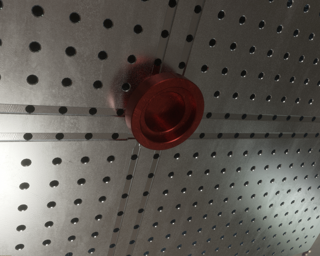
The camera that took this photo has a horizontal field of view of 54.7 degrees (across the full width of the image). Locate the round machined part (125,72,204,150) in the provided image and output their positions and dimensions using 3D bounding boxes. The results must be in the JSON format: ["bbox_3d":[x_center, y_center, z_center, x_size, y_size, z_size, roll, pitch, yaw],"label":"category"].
[{"bbox_3d":[0.003,-0.024,0.388,0.099,0.042,0.097,-14,125,-21],"label":"round machined part"}]
